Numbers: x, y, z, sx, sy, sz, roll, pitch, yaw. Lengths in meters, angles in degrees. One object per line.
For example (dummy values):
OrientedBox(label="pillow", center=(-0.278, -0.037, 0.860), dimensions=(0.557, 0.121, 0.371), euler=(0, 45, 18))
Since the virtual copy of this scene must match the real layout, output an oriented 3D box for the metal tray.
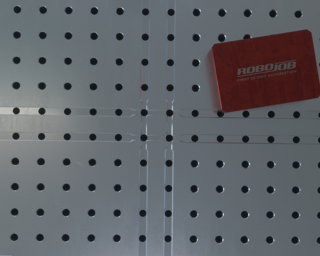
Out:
OrientedBox(label="metal tray", center=(0.137, -0.073, 0.412), dimensions=(0.131, 0.030, 0.089), euler=(-9, 90, 0))
